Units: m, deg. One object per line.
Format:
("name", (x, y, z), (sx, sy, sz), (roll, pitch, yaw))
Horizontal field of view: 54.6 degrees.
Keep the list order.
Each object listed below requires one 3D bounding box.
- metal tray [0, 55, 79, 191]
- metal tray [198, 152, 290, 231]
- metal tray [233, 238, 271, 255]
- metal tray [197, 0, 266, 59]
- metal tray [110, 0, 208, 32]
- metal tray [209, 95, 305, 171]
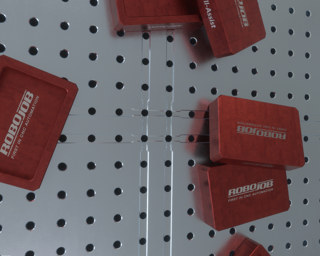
("metal tray", (-0.159, -0.004, 0.351), (0.090, 0.030, 0.130), (22, 83, -19))
("metal tray", (0.125, 0.089, 0.456), (0.131, 0.030, 0.090), (-9, 93, -20))
("metal tray", (0.148, 0.244, 0.464), (0.090, 0.030, 0.130), (-43, 104, -15))
("metal tray", (0.093, -0.171, 0.421), (0.091, 0.030, 0.129), (-32, 109, -35))
("metal tray", (0.000, -0.179, 0.409), (0.131, 0.030, 0.090), (-10, 93, -20))
("metal tray", (0.136, 0.008, 0.439), (0.131, 0.030, 0.090), (8, 69, -15))
